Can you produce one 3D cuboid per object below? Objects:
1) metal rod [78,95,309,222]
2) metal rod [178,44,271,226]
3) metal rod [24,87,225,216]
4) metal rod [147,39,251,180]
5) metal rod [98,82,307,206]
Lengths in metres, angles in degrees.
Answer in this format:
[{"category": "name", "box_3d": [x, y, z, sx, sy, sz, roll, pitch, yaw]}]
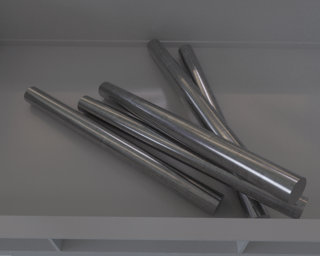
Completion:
[{"category": "metal rod", "box_3d": [0.016, 0.023, 0.365, 0.300, 0.025, 0.025, 25, 54, 27]}, {"category": "metal rod", "box_3d": [0.073, -0.016, 0.418, 0.025, 0.025, 0.300, -9, 51, -8]}, {"category": "metal rod", "box_3d": [-0.060, 0.018, 0.389, 0.300, 0.025, 0.025, 28, 55, 21]}, {"category": "metal rod", "box_3d": [0.038, -0.048, 0.412, 0.025, 0.025, 0.300, -15, 41, -12]}, {"category": "metal rod", "box_3d": [0.015, -0.003, 0.349, 0.025, 0.025, 0.300, -34, 40, -25]}]
